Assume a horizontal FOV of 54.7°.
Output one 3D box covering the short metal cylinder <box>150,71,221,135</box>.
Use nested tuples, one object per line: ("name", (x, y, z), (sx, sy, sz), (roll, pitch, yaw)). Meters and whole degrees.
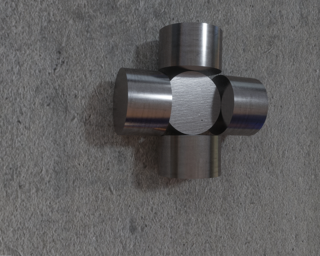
("short metal cylinder", (0.032, -0.031, 0.410), (0.081, 0.050, 0.079), (0, 90, -21))

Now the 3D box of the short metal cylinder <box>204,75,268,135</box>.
("short metal cylinder", (0.099, -0.030, 0.419), (0.050, 0.080, 0.079), (2, 90, -20))

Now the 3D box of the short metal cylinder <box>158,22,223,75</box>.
("short metal cylinder", (0.038, -0.097, 0.395), (0.081, 0.080, 0.050), (2, 90, -20))

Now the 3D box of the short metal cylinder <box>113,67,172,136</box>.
("short metal cylinder", (-0.024, -0.030, 0.373), (0.050, 0.080, 0.079), (2, 90, -20))

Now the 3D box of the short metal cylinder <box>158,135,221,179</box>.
("short metal cylinder", (0.037, 0.034, 0.396), (0.081, 0.080, 0.050), (0, 90, -20))
